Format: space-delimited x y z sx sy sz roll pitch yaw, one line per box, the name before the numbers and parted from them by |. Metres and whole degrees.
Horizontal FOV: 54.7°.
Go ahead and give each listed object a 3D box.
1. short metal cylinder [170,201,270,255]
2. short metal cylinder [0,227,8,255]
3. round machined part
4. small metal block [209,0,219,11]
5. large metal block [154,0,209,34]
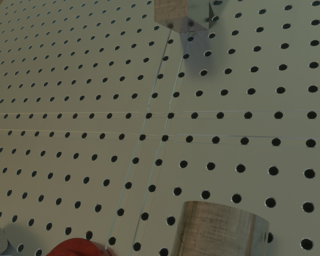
short metal cylinder | 0.054 0.103 0.281 0.080 0.080 0.050 3 63 29
short metal cylinder | -0.253 0.154 0.408 0.050 0.080 0.080 -47 52 -5
round machined part | -0.103 0.173 0.344 0.098 0.042 0.098 -13 56 20
small metal block | 0.071 -0.220 0.505 0.050 0.025 0.050 18 71 34
large metal block | 0.034 -0.189 0.451 0.050 0.080 0.079 2 94 29
